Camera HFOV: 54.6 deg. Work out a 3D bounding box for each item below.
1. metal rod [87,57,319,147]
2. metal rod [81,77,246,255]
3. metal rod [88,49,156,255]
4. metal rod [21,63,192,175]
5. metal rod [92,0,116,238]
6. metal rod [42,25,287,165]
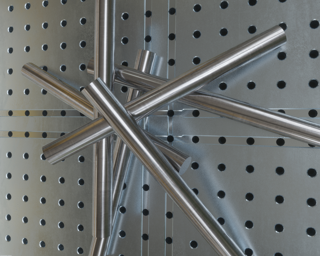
[{"bbox_3d":[0.050,-0.035,0.378,0.301,0.025,0.025,19,96,12],"label":"metal rod"},{"bbox_3d":[0.020,0.069,0.349,0.025,0.025,0.300,-36,100,17],"label":"metal rod"},{"bbox_3d":[-0.054,0.041,0.432,0.025,0.025,0.298,16,95,19],"label":"metal rod"},{"bbox_3d":[-0.089,-0.023,0.423,0.300,0.025,0.025,30,100,25],"label":"metal rod"},{"bbox_3d":[-0.069,-0.015,0.382,0.025,0.025,0.298,3,94,20],"label":"metal rod"},{"bbox_3d":[0.005,-0.038,0.358,0.301,0.025,0.025,-27,81,0],"label":"metal rod"}]
